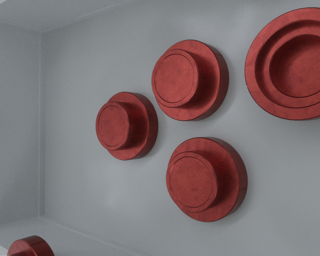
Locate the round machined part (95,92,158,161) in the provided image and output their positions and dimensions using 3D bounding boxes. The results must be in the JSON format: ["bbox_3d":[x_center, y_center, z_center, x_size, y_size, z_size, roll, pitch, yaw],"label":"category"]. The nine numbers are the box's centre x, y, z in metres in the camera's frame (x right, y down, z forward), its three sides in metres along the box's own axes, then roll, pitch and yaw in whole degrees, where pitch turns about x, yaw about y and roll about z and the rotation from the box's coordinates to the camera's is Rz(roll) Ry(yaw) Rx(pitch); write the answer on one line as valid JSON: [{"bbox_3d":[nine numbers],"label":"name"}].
[{"bbox_3d":[-0.053,-0.003,0.437,0.098,0.042,0.097,0,90,39],"label":"round machined part"}]

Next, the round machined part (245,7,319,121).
[{"bbox_3d":[0.133,-0.055,0.285,0.098,0.042,0.097,0,90,39],"label":"round machined part"}]

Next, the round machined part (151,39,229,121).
[{"bbox_3d":[0.029,-0.057,0.371,0.098,0.042,0.097,0,90,39],"label":"round machined part"}]

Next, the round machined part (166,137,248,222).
[{"bbox_3d":[0.046,0.059,0.356,0.098,0.042,0.097,0,90,39],"label":"round machined part"}]

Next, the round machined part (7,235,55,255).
[{"bbox_3d":[-0.167,0.186,0.377,0.098,0.042,0.097,0,90,39],"label":"round machined part"}]
